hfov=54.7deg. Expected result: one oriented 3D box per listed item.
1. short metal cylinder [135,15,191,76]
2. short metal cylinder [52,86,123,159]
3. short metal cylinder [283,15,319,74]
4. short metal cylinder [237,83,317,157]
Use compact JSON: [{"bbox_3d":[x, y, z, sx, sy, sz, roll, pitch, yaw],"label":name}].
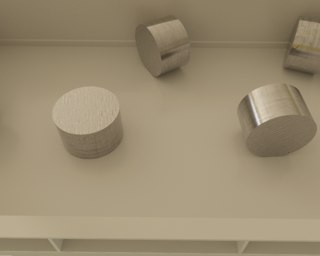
[{"bbox_3d":[0.003,-0.126,0.475,0.050,0.080,0.080,-25,55,-19],"label":"short metal cylinder"},{"bbox_3d":[-0.089,-0.007,0.394,0.080,0.050,0.080,0,50,0],"label":"short metal cylinder"},{"bbox_3d":[0.228,-0.128,0.478,0.050,0.080,0.080,16,52,13],"label":"short metal cylinder"},{"bbox_3d":[0.139,-0.008,0.377,0.081,0.080,0.050,-2,50,-2],"label":"short metal cylinder"}]
